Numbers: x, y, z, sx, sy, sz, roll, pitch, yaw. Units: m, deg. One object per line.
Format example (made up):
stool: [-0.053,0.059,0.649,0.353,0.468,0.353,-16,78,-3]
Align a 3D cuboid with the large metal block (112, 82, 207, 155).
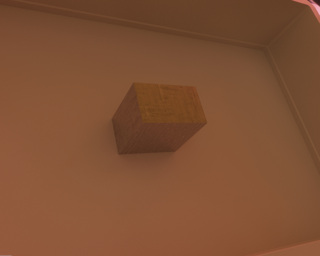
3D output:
large metal block: [-0.004,-0.009,0.373,0.081,0.080,0.050,0,62,-28]
